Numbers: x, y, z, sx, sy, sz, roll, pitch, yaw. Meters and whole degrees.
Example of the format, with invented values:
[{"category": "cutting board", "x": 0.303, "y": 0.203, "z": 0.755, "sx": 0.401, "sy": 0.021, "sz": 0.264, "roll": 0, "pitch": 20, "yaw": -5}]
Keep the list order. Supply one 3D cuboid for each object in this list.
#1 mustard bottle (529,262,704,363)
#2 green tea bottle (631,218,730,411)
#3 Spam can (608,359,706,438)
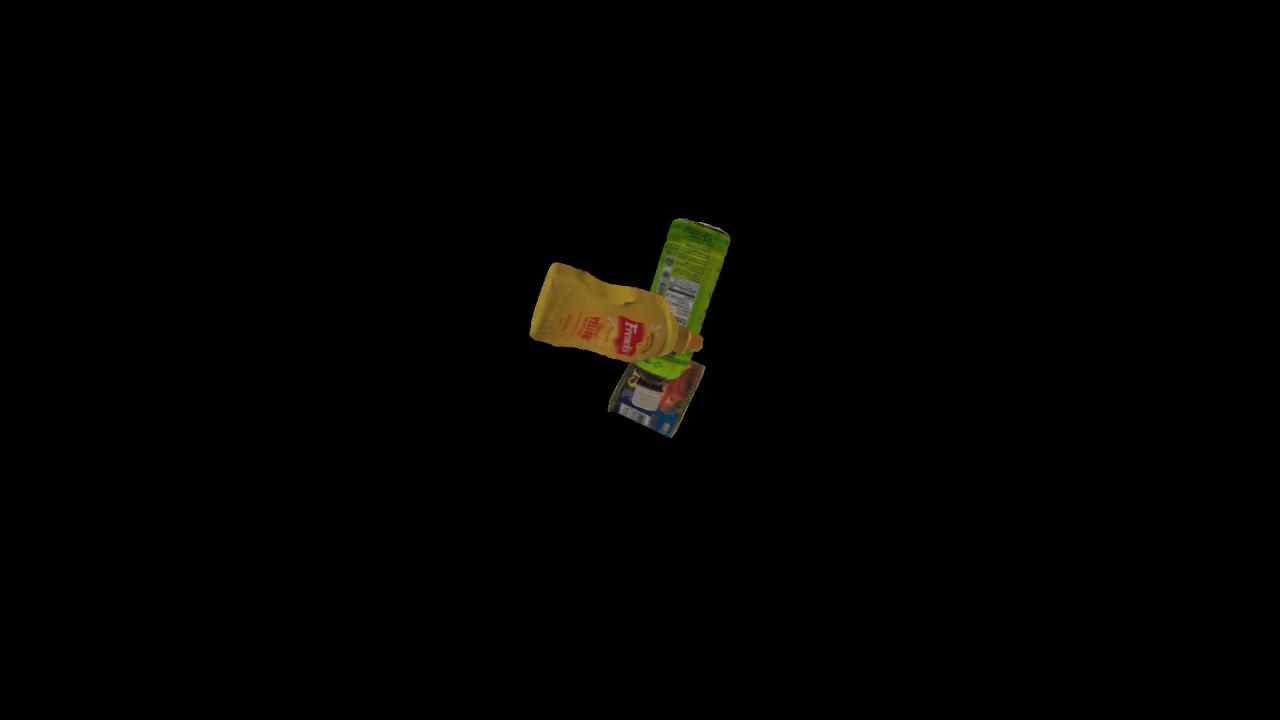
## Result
[{"category": "mustard bottle", "x": -0.017, "y": -0.039, "z": 0.653, "sx": 0.184, "sy": 0.092, "sz": 0.054, "roll": 15, "pitch": 35, "yaw": -16}, {"category": "green tea bottle", "x": 0.036, "y": -0.047, "z": 0.684, "sx": 0.073, "sy": 0.212, "sz": 0.073, "roll": 20, "pitch": 6, "yaw": -2}, {"category": "Spam can", "x": 0.022, "y": 0.034, "z": 0.741, "sx": 0.085, "sy": 0.101, "sz": 0.058, "roll": 26, "pitch": -34, "yaw": 6}]
